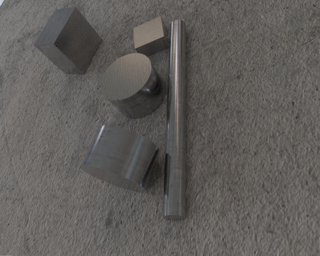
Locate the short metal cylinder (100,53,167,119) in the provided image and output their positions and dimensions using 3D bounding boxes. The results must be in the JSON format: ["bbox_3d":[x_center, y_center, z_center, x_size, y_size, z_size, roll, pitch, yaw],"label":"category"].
[{"bbox_3d":[-0.037,-0.060,0.444,0.080,0.050,0.080,-13,56,21],"label":"short metal cylinder"}]

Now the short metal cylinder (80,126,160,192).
[{"bbox_3d":[-0.047,0.038,0.370,0.080,0.080,0.050,7,65,31],"label":"short metal cylinder"}]

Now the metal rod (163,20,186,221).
[{"bbox_3d":[0.022,-0.032,0.411,0.025,0.025,0.299,-11,57,22],"label":"metal rod"}]

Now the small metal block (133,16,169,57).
[{"bbox_3d":[-0.014,-0.146,0.501,0.050,0.025,0.050,-19,54,17],"label":"small metal block"}]

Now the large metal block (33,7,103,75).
[{"bbox_3d":[-0.158,-0.151,0.544,0.050,0.080,0.080,8,66,31],"label":"large metal block"}]
